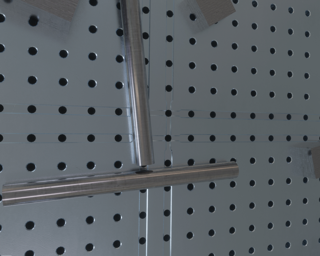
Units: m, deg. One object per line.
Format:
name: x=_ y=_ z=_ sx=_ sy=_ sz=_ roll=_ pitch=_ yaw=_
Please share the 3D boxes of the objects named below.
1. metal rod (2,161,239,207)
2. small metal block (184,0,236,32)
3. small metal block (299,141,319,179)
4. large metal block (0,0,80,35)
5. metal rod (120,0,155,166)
metal rod: x=-0.034 y=0.068 z=0.400 sx=0.303 sy=0.025 sz=0.025 roll=-3 pitch=91 yaw=-20
small metal block: x=0.071 y=-0.173 z=0.438 sx=0.050 sy=0.025 sz=0.050 roll=-33 pitch=101 yaw=-17
small metal block: x=0.261 y=0.051 z=0.509 sx=0.050 sy=0.025 sz=0.050 roll=-13 pitch=95 yaw=-20
large metal block: x=-0.129 y=-0.166 z=0.351 sx=0.080 sy=0.050 sz=0.080 roll=20 pitch=84 yaw=-19
metal rod: x=-0.033 y=-0.101 z=0.399 sx=0.025 sy=0.025 sz=0.298 roll=-6 pitch=92 yaw=-20
